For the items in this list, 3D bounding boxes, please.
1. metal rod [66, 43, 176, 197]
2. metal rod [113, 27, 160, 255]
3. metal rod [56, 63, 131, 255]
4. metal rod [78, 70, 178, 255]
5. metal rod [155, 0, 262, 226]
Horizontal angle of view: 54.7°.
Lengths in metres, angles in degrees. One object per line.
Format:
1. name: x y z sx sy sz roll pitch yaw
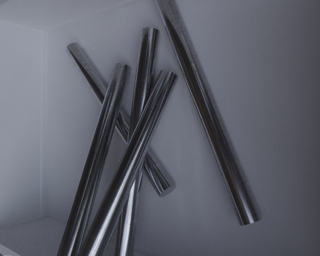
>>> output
1. metal rod: -0.070 -0.027 0.464 0.025 0.025 0.300 -51 60 28
2. metal rod: -0.030 0.017 0.402 0.025 0.025 0.298 2 82 40
3. metal rod: -0.084 0.047 0.399 0.025 0.025 0.299 -7 61 40
4. metal rod: -0.045 0.065 0.361 0.025 0.025 0.299 10 70 39
5. metal rod: 0.050 -0.038 0.365 0.025 0.025 0.299 -30 72 36
